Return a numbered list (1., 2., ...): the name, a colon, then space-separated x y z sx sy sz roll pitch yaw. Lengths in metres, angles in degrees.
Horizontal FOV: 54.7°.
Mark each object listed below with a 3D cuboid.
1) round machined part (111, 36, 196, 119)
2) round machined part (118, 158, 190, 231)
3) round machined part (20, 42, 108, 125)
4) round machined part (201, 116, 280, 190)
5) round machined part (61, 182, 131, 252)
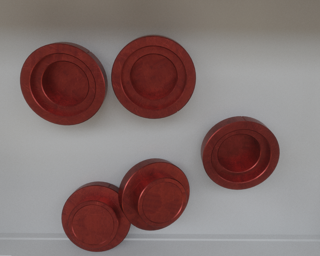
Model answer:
1. round machined part: -0.007 -0.064 0.379 0.099 0.042 0.097 0 110 -1
2. round machined part: -0.003 0.093 0.418 0.099 0.042 0.097 -4 101 -21
3. round machined part: -0.113 -0.056 0.380 0.099 0.042 0.097 0 110 -1
4. round machined part: 0.104 0.030 0.415 0.099 0.042 0.097 0 110 -1
5. round machined part: -0.090 0.128 0.436 0.099 0.042 0.097 0 95 0
